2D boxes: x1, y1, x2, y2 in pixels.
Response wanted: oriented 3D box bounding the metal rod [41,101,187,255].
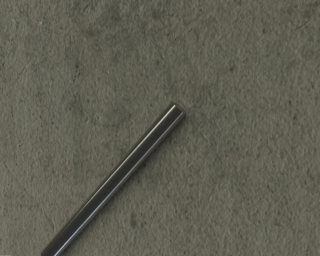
[{"bbox_3d":[-0.071,0.083,0.432,0.025,0.025,0.299,45,103,14],"label":"metal rod"}]
